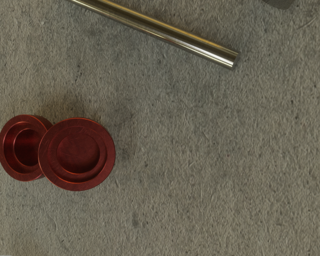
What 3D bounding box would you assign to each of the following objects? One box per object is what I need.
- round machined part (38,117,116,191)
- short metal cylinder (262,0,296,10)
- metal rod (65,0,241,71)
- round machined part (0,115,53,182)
[{"bbox_3d":[-0.111,0.033,0.425,0.099,0.042,0.097,-1,95,-10],"label":"round machined part"},{"bbox_3d":[0.126,-0.175,0.335,0.080,0.080,0.050,42,103,15],"label":"short metal cylinder"},{"bbox_3d":[-0.035,-0.147,0.421,0.301,0.025,0.025,28,99,17],"label":"metal rod"},{"bbox_3d":[-0.190,0.029,0.467,0.098,0.042,0.097,0,90,20],"label":"round machined part"}]
